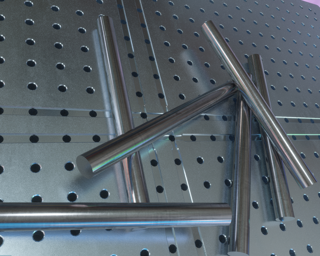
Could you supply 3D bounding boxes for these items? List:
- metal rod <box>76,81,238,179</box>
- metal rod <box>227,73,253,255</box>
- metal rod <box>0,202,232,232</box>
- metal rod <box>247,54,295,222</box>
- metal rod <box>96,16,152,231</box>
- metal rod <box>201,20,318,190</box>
[{"bbox_3d":[0.022,-0.014,0.405,0.302,0.025,0.025,-29,78,-44],"label":"metal rod"},{"bbox_3d":[0.120,0.031,0.453,0.025,0.025,0.300,24,53,-14],"label":"metal rod"},{"bbox_3d":[-0.071,0.084,0.295,0.302,0.025,0.025,4,60,-18],"label":"metal rod"},{"bbox_3d":[0.174,-0.003,0.502,0.025,0.025,0.300,15,56,-20],"label":"metal rod"},{"bbox_3d":[-0.050,-0.025,0.395,0.025,0.025,0.299,1,61,-28],"label":"metal rod"},{"bbox_3d":[0.144,-0.047,0.479,0.025,0.025,0.299,-14,68,-34],"label":"metal rod"}]
